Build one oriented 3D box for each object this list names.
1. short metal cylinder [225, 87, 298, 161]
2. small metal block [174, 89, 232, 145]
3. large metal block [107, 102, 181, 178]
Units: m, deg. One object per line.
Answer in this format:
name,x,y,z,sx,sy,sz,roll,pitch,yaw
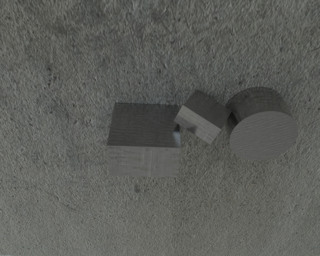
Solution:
short metal cylinder,0.123,-0.005,0.388,0.081,0.050,0.079,-1,130,0
small metal block,0.052,-0.014,0.368,0.050,0.050,0.025,33,127,7
large metal block,-0.019,0.013,0.382,0.081,0.080,0.050,2,130,-2
